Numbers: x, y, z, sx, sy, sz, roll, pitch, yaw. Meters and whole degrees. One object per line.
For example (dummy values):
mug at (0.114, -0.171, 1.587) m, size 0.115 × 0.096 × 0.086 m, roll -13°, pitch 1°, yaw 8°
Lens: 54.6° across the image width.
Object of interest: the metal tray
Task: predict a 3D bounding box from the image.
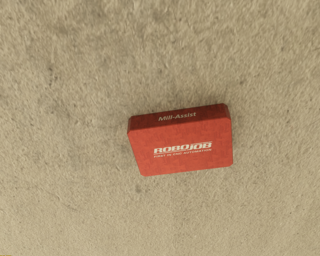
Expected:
metal tray at (0.030, 0.019, 0.420) m, size 0.131 × 0.030 × 0.090 m, roll -8°, pitch 130°, yaw 6°
